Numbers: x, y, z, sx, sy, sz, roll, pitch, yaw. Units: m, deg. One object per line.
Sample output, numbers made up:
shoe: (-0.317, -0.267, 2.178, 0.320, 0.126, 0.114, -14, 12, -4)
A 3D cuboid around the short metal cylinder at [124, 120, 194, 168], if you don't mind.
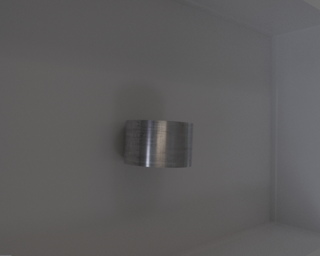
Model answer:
short metal cylinder: (-0.002, 0.018, 0.369, 0.081, 0.080, 0.050, 4, 88, -40)
